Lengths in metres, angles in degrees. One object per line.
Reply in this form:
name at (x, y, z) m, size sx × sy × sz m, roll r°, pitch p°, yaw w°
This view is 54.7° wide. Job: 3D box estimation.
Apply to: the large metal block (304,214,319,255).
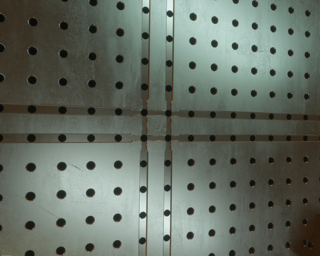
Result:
large metal block at (0.288, 0.192, 0.490) m, size 0.050 × 0.080 × 0.080 m, roll 27°, pitch 81°, yaw -18°
